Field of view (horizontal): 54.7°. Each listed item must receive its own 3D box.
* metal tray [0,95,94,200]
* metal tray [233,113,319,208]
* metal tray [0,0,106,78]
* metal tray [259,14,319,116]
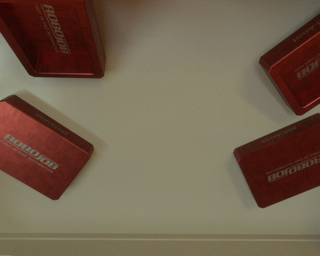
[{"bbox_3d":[-0.169,0.028,0.417,0.130,0.030,0.090,35,106,-13],"label":"metal tray"},{"bbox_3d":[0.180,0.047,0.429,0.130,0.030,0.090,-25,109,8],"label":"metal tray"},{"bbox_3d":[-0.111,-0.100,0.324,0.091,0.130,0.030,1,67,-1],"label":"metal tray"},{"bbox_3d":[0.196,-0.084,0.364,0.130,0.030,0.090,-37,123,15],"label":"metal tray"}]
